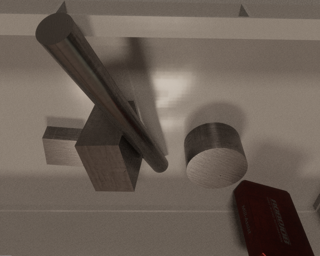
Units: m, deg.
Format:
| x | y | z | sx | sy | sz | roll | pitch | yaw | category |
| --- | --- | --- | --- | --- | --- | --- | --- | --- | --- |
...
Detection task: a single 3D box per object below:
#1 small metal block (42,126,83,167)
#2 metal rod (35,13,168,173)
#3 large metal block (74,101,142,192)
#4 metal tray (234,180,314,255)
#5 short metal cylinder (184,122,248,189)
| x | y | z | sx | sy | sz | roll | pitch | yaw | category |
| --- | --- | --- | --- | --- | --- | --- | --- | --- | --- |
| -0.131 | 0.026 | 0.430 | 0.050 | 0.025 | 0.050 | 5 | 130 | -5 | small metal block |
| -0.032 | -0.003 | 0.324 | 0.025 | 0.025 | 0.300 | -11 | 155 | 9 | metal rod |
| -0.057 | 0.023 | 0.387 | 0.050 | 0.080 | 0.080 | -2 | 131 | 12 | large metal block |
| 0.169 | 0.146 | 0.468 | 0.091 | 0.130 | 0.030 | 17 | 128 | -14 | metal tray |
| 0.075 | 0.039 | 0.427 | 0.081 | 0.050 | 0.079 | 0 | 130 | 0 | short metal cylinder |
